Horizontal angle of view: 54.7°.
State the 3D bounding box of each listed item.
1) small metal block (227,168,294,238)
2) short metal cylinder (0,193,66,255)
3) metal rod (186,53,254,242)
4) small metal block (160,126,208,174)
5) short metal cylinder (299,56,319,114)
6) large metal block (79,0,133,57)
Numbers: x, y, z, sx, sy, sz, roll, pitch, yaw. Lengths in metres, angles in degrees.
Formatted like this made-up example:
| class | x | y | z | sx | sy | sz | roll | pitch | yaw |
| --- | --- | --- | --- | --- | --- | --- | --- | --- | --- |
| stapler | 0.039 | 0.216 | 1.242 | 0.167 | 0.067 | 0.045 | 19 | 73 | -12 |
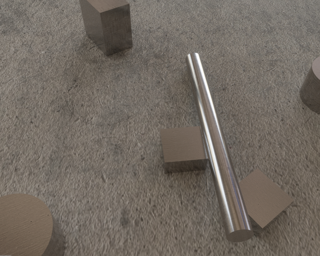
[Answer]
| class | x | y | z | sx | sy | sz | roll | pitch | yaw |
| --- | --- | --- | --- | --- | --- | --- | --- | --- | --- |
| small metal block | 0.106 | 0.080 | 0.337 | 0.050 | 0.025 | 0.050 | -30 | 57 | -23 |
| short metal cylinder | -0.136 | 0.110 | 0.293 | 0.081 | 0.050 | 0.080 | 0 | 50 | 0 |
| metal rod | 0.063 | -0.006 | 0.389 | 0.025 | 0.025 | 0.300 | -3 | 44 | -3 |
| small metal block | 0.028 | 0.026 | 0.381 | 0.050 | 0.025 | 0.050 | -4 | 50 | -4 |
| short metal cylinder | 0.249 | -0.060 | 0.441 | 0.081 | 0.050 | 0.080 | 0 | 50 | 0 |
| large metal block | -0.090 | -0.181 | 0.518 | 0.050 | 0.080 | 0.080 | -27 | 56 | -21 |
